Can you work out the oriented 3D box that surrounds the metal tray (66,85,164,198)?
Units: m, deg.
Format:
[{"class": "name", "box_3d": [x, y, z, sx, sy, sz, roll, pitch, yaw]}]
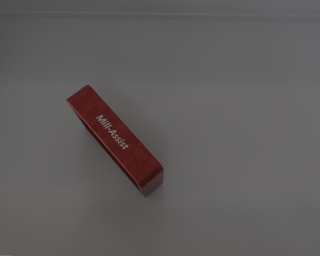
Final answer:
[{"class": "metal tray", "box_3d": [-0.050, 0.019, 0.368, 0.030, 0.090, 0.130, -40, 75, -13]}]
